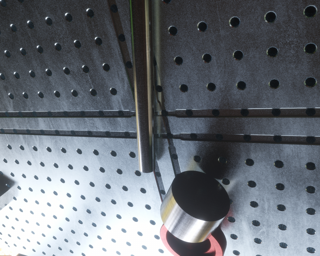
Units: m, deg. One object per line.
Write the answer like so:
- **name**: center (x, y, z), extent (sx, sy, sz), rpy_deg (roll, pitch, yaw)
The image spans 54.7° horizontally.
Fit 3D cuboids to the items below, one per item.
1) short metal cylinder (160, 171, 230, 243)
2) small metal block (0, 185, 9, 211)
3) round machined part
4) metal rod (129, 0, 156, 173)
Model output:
- **short metal cylinder**: center (0.046, 0.104, 0.415), extent (0.080, 0.080, 0.050), rpy_deg (29, 128, 9)
- **small metal block**: center (-0.371, 0.151, 0.696), extent (0.050, 0.025, 0.050), rpy_deg (28, 128, 10)
- **round machined part**: center (0.053, 0.161, 0.469), extent (0.098, 0.042, 0.097), rpy_deg (14, 126, 20)
- **metal rod**: center (-0.020, -0.069, 0.377), extent (0.025, 0.025, 0.298), rpy_deg (13, 124, 21)
